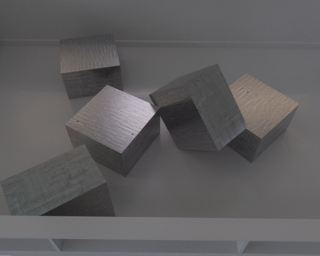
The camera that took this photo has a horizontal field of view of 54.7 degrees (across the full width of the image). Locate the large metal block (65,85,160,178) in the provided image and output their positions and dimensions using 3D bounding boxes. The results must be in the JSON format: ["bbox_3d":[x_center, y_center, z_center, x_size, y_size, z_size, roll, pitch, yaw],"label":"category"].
[{"bbox_3d":[-0.055,0.002,0.387,0.080,0.050,0.080,25,54,19],"label":"large metal block"}]

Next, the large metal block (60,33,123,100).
[{"bbox_3d":[-0.103,-0.094,0.467,0.081,0.050,0.080,-10,51,-8],"label":"large metal block"}]

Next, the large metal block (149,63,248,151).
[{"bbox_3d":[0.043,-0.021,0.366,0.050,0.080,0.080,-34,13,-26],"label":"large metal block"}]

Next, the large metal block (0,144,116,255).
[{"bbox_3d":[-0.095,0.073,0.307,0.081,0.080,0.050,-25,55,-20],"label":"large metal block"}]

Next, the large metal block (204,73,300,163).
[{"bbox_3d":[0.116,-0.015,0.402,0.080,0.050,0.080,-36,59,-26],"label":"large metal block"}]
